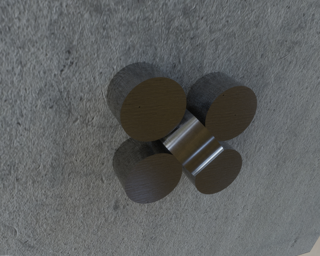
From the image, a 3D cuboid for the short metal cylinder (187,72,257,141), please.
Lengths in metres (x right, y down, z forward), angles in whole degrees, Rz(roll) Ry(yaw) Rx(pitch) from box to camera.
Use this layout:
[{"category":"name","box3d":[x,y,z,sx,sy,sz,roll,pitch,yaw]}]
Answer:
[{"category":"short metal cylinder","box3d":[0.082,-0.029,0.419,0.081,0.050,0.079,-14,125,-21]}]

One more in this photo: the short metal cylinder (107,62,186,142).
[{"category":"short metal cylinder","box3d":[-0.016,-0.031,0.364,0.081,0.050,0.079,-14,125,-21]}]

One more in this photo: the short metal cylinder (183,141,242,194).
[{"category":"short metal cylinder","box3d":[0.075,0.052,0.466,0.081,0.050,0.079,-14,125,-21]}]

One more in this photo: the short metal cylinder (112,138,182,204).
[{"category":"short metal cylinder","box3d":[-0.017,0.054,0.416,0.081,0.050,0.079,-14,125,-21]}]

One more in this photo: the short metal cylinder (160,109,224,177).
[{"category":"short metal cylinder","box3d":[0.037,0.017,0.405,0.050,0.080,0.080,-43,130,1]}]
